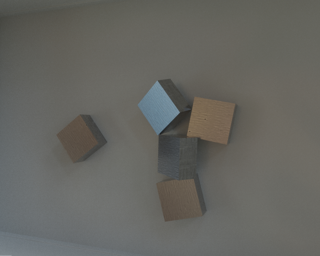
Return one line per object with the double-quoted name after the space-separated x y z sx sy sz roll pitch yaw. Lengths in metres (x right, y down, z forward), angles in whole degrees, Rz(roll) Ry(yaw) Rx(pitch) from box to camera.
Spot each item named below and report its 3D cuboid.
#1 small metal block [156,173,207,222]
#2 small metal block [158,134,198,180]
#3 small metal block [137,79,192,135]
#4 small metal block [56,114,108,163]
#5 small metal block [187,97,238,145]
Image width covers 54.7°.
0.028 0.090 0.401 0.050 0.025 0.050 -14 85 19 "small metal block"
0.021 0.035 0.388 0.050 0.025 0.050 7 96 60 "small metal block"
0.005 -0.027 0.397 0.050 0.025 0.050 56 131 15 "small metal block"
-0.114 0.015 0.451 0.050 0.025 0.050 -38 78 16 "small metal block"
0.065 -0.009 0.387 0.050 0.025 0.050 12 94 19 "small metal block"
